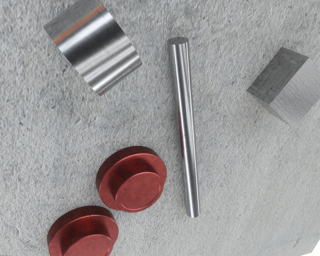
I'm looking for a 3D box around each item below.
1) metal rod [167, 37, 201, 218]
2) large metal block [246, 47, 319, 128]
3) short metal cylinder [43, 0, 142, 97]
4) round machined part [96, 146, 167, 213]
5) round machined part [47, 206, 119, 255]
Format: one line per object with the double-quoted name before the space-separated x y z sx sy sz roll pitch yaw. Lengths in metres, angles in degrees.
"metal rod" 0.039 0.021 0.440 0.025 0.025 0.298 -20 126 -17
"large metal block" 0.190 -0.058 0.458 0.080 0.050 0.080 31 101 -38
"short metal cylinder" -0.061 -0.076 0.291 0.050 0.080 0.080 -38 129 -2
"round machined part" -0.034 0.077 0.425 0.099 0.042 0.097 -14 124 -21
"round machined part" -0.105 0.161 0.438 0.099 0.042 0.097 -14 124 -21
